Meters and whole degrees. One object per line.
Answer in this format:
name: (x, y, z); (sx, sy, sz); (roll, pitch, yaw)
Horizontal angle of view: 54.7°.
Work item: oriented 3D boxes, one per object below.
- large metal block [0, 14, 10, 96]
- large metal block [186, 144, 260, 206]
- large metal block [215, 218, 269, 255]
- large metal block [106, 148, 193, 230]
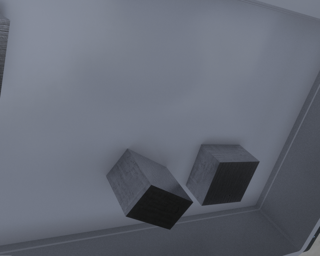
large metal block: (-0.175, -0.059, 0.244); (0.081, 0.050, 0.079); (-9, 126, -50)
large metal block: (0.098, 0.073, 0.494); (0.081, 0.050, 0.079); (3, 117, -30)
large metal block: (0.172, 0.248, 0.646); (0.080, 0.050, 0.080); (-35, 129, -5)
large metal block: (-0.015, 0.082, 0.417); (0.080, 0.080, 0.050); (31, 101, -38)
